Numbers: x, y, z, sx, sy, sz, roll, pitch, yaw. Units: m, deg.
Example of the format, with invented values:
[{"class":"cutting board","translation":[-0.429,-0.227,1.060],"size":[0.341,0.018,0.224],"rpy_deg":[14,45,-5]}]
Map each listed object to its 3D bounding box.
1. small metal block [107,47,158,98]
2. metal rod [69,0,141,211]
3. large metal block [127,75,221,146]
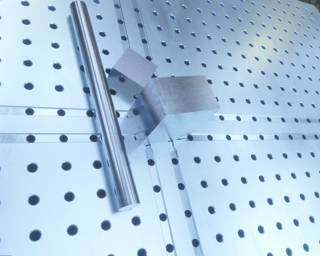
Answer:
[{"class":"small metal block","translation":[-0.038,-0.079,0.437],"size":[0.050,0.025,0.050],"rpy_deg":[33,51,-7]},{"class":"metal rod","translation":[-0.076,-0.045,0.395],"size":[0.025,0.025,0.299],"rpy_deg":[-4,64,-31]},{"class":"large metal block","translation":[0.015,-0.022,0.396],"size":[0.081,0.080,0.050],"rpy_deg":[-9,66,-32]}]
